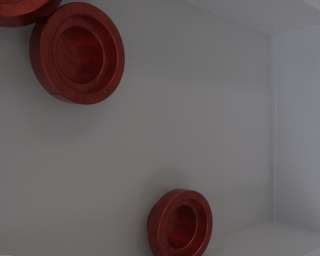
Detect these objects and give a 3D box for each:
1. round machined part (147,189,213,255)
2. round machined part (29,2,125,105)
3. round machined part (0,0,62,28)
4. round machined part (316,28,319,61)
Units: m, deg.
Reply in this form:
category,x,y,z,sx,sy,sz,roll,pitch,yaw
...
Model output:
category,x,y,z,sx,sy,sz,roll,pitch,yaw
round machined part,0.022,0.130,0.413,0.099,0.042,0.097,1,88,-40
round machined part,-0.086,-0.073,0.316,0.099,0.042,0.097,-9,102,-49
round machined part,-0.130,-0.133,0.268,0.099,0.042,0.097,1,82,-10
round machined part,0.420,-0.202,0.749,0.099,0.042,0.097,0,90,-40
